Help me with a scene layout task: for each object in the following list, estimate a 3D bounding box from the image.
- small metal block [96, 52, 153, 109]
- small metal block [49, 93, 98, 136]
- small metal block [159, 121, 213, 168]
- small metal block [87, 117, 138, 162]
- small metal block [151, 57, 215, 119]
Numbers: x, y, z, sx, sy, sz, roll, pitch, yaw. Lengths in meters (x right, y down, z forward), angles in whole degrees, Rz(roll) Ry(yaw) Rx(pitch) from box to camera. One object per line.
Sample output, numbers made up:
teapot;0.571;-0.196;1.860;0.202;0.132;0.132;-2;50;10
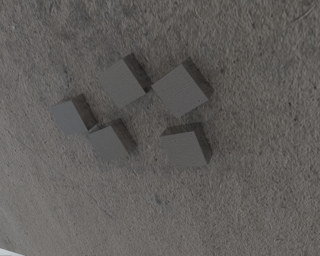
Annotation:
small metal block;-0.044;-0.059;0.393;0.050;0.025;0.050;-25;105;37
small metal block;-0.129;-0.019;0.463;0.050;0.025;0.050;-12;113;33
small metal block;0.035;0.023;0.403;0.050;0.025;0.050;-11;113;32
small metal block;-0.070;0.018;0.455;0.050;0.025;0.050;-19;109;35
small metal block;0.027;-0.046;0.364;0.050;0.025;0.050;-31;101;38
